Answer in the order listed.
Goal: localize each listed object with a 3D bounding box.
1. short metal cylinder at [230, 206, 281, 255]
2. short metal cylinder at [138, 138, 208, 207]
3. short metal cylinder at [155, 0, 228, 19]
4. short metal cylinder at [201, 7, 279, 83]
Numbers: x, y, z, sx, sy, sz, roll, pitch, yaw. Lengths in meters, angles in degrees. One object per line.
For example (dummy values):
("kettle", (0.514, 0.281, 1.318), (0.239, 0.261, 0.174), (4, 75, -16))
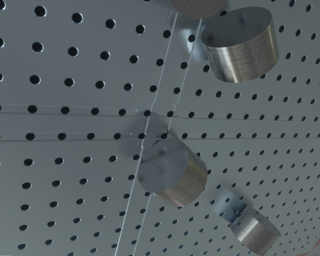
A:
("short metal cylinder", (0.183, 0.197, 0.597), (0.080, 0.080, 0.050), (29, 102, -38))
("short metal cylinder", (0.017, 0.060, 0.422), (0.080, 0.080, 0.050), (-45, 129, 3))
("short metal cylinder", (0.031, -0.157, 0.315), (0.081, 0.050, 0.079), (-14, 124, -21))
("short metal cylinder", (0.095, -0.099, 0.366), (0.080, 0.080, 0.050), (-35, 129, -6))
